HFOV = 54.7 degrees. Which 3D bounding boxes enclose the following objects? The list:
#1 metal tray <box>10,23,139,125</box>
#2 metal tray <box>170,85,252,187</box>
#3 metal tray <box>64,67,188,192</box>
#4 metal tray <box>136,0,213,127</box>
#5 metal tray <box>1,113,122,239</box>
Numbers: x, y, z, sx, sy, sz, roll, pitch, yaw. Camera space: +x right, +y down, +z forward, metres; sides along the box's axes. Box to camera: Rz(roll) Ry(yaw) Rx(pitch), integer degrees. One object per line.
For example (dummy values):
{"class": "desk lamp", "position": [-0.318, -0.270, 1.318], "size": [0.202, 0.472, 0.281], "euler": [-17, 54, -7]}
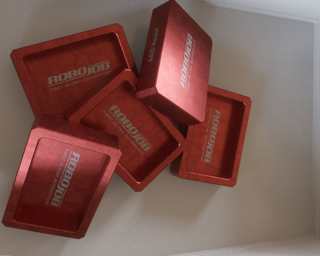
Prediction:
{"class": "metal tray", "position": [-0.095, -0.063, 0.371], "size": [0.131, 0.030, 0.090], "euler": [-22, 98, -19]}
{"class": "metal tray", "position": [0.072, 0.011, 0.434], "size": [0.091, 0.030, 0.129], "euler": [13, 85, -20]}
{"class": "metal tray", "position": [-0.036, 0.004, 0.371], "size": [0.090, 0.030, 0.130], "euler": [-43, 119, -8]}
{"class": "metal tray", "position": [0.023, -0.077, 0.379], "size": [0.090, 0.030, 0.130], "euler": [31, 59, -41]}
{"class": "metal tray", "position": [-0.106, 0.058, 0.336], "size": [0.091, 0.030, 0.129], "euler": [18, 112, -20]}
